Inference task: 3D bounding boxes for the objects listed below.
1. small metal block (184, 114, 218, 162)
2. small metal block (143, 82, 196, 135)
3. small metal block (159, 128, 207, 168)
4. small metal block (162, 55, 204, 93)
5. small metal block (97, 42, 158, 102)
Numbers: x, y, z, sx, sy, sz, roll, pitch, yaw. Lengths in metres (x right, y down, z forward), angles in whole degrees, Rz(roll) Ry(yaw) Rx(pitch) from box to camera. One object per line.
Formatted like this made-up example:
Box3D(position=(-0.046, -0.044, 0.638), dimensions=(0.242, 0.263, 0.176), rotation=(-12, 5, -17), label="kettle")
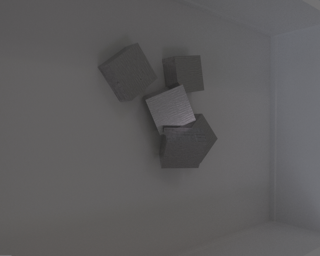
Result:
Box3D(position=(0.051, 0.015, 0.449), dimensions=(0.050, 0.025, 0.050), rotation=(-50, 120, -28), label="small metal block")
Box3D(position=(0.012, -0.026, 0.401), dimensions=(0.050, 0.025, 0.050), rotation=(-23, 108, -3), label="small metal block")
Box3D(position=(0.028, 0.026, 0.401), dimensions=(0.050, 0.025, 0.050), rotation=(1, 133, -10), label="small metal block")
Box3D(position=(0.033, -0.074, 0.434), dimensions=(0.050, 0.025, 0.050), rotation=(-13, 99, -39), label="small metal block")
Box3D(position=(-0.038, -0.067, 0.375), dimensions=(0.050, 0.025, 0.050), rotation=(-46, 117, -30), label="small metal block")
